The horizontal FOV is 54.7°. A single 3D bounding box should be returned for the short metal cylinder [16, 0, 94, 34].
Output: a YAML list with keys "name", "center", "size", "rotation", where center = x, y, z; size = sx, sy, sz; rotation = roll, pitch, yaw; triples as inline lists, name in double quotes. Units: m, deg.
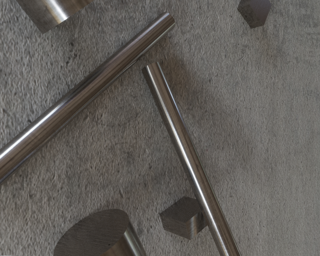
- name: "short metal cylinder"
  center: [-0.094, -0.132, 0.290]
  size: [0.080, 0.080, 0.050]
  rotation: [-49, 120, -28]

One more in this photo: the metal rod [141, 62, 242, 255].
- name: "metal rod"
  center: [0.046, 0.059, 0.394]
  size: [0.025, 0.025, 0.299]
  rotation: [-23, 89, -38]

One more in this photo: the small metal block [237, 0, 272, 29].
- name: "small metal block"
  center: [0.167, -0.213, 0.544]
  size: [0.050, 0.025, 0.050]
  rotation: [38, 67, -34]

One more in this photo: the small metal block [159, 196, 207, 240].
- name: "small metal block"
  center: [0.037, 0.120, 0.420]
  size: [0.050, 0.050, 0.025]
  rotation: [-26, 107, -37]

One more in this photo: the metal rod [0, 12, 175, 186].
- name: "metal rod"
  center: [-0.077, -0.043, 0.339]
  size: [0.301, 0.025, 0.025]
  rotation: [-49, 119, -29]

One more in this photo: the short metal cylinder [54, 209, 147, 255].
- name: "short metal cylinder"
  center: [-0.060, 0.129, 0.319]
  size: [0.081, 0.080, 0.050]
  rotation: [-34, 111, -35]
